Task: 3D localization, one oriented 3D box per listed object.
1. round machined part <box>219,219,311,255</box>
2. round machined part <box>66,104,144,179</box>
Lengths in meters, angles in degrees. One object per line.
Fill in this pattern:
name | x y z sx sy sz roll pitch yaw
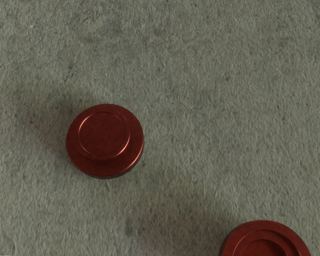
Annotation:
round machined part | 0.113 0.154 0.344 0.099 0.042 0.098 0 70 -1
round machined part | -0.070 0.013 0.394 0.099 0.042 0.098 0 70 -1
